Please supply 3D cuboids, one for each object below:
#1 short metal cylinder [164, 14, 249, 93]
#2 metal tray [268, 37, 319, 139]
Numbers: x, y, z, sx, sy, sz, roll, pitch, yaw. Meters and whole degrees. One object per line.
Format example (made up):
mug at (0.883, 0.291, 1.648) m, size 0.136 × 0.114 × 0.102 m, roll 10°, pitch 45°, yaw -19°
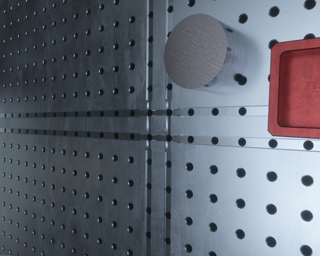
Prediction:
short metal cylinder at (0.052, -0.082, 0.351) m, size 0.080 × 0.050 × 0.080 m, roll 0°, pitch 90°, yaw 40°
metal tray at (0.165, -0.034, 0.269) m, size 0.130 × 0.030 × 0.089 m, roll 3°, pitch 92°, yaw 40°
